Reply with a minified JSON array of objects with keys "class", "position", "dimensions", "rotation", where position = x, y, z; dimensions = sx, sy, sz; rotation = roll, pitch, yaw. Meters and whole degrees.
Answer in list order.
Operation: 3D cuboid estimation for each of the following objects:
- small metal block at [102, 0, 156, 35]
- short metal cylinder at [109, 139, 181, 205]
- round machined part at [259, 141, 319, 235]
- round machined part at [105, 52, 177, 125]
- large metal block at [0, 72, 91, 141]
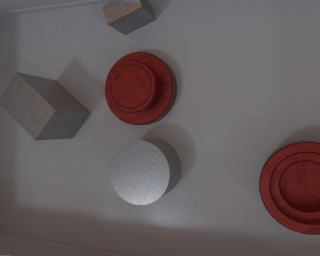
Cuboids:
[{"class":"small metal block","position":[-0.040,-0.152,0.410],"dimensions":[0.050,0.050,0.025],"rotation":[-21,83,18]},{"class":"short metal cylinder","position":[-0.018,0.054,0.403],"dimensions":[0.080,0.050,0.079],"rotation":[0,90,19]},{"class":"round machined part","position":[0.163,0.063,0.344],"dimensions":[0.098,0.042,0.097],"rotation":[0,90,19]},{"class":"round machined part","position":[-0.030,-0.053,0.411],"dimensions":[0.098,0.042,0.097],"rotation":[0,90,19]},{"class":"large metal block","position":[-0.160,-0.029,0.436],"dimensions":[0.080,0.080,0.050],"rotation":[41,103,15]}]
